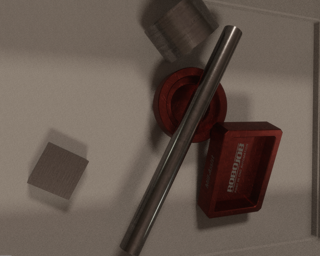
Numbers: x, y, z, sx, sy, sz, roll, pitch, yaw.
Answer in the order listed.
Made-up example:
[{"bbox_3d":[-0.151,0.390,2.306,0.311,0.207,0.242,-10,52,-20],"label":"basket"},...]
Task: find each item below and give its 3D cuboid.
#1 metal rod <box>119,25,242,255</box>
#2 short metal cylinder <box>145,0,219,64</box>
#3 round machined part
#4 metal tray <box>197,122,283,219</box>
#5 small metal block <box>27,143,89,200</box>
[{"bbox_3d":[0.030,0.007,0.378,0.025,0.025,0.299,29,81,-18],"label":"metal rod"},{"bbox_3d":[0.027,-0.126,0.392,0.080,0.080,0.050,-42,104,-15],"label":"short metal cylinder"},{"bbox_3d":[0.037,-0.030,0.416,0.099,0.042,0.097,0,90,-20],"label":"round machined part"},{"bbox_3d":[0.107,0.057,0.423,0.091,0.030,0.129,-1,112,-22],"label":"metal tray"},{"bbox_3d":[-0.120,0.050,0.367,0.050,0.025,0.050,29,80,-18],"label":"small metal block"}]
